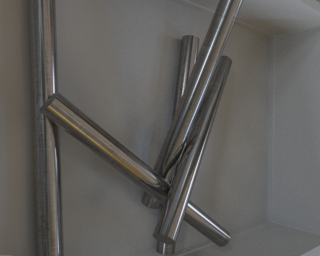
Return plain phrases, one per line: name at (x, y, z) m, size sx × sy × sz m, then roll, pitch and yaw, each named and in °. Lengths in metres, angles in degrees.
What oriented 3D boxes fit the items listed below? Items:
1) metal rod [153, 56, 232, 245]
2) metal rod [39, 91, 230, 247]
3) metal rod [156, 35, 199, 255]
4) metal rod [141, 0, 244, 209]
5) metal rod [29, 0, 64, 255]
metal rod at (0.054, 0.004, 0.408) m, size 0.025 × 0.025 × 0.300 m, roll 49°, pitch 47°, yaw -29°
metal rod at (-0.008, 0.065, 0.361) m, size 0.300 × 0.025 × 0.025 m, roll 43°, pitch 64°, yaw -29°
metal rod at (0.026, 0.019, 0.430) m, size 0.025 × 0.025 × 0.298 m, roll 12°, pitch 82°, yaw -40°
metal rod at (0.040, -0.038, 0.371) m, size 0.025 × 0.025 × 0.298 m, roll 11°, pitch 105°, yaw -40°
metal rod at (-0.114, 0.003, 0.311) m, size 0.025 × 0.025 × 0.298 m, roll -3°, pitch 92°, yaw -40°
